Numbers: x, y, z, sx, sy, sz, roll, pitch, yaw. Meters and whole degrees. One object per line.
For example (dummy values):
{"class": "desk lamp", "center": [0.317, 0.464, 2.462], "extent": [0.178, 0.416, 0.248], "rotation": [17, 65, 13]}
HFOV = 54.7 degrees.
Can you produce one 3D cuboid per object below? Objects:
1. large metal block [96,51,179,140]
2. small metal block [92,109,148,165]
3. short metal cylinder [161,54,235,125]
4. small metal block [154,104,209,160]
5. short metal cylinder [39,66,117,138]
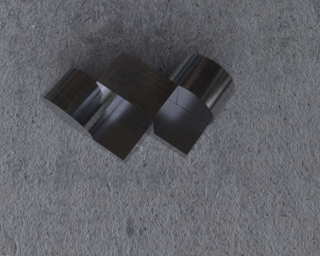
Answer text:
{"class": "large metal block", "center": [-0.026, -0.039, 0.395], "extent": [0.080, 0.080, 0.050], "rotation": [33, 73, 11]}
{"class": "small metal block", "center": [-0.051, 0.012, 0.405], "extent": [0.050, 0.025, 0.050], "rotation": [34, 73, 11]}
{"class": "short metal cylinder", "center": [0.048, -0.048, 0.398], "extent": [0.080, 0.080, 0.050], "rotation": [34, 74, 11]}
{"class": "small metal block", "center": [0.027, 0.005, 0.408], "extent": [0.050, 0.025, 0.050], "rotation": [34, 73, 11]}
{"class": "short metal cylinder", "center": [-0.102, -0.031, 0.391], "extent": [0.080, 0.080, 0.050], "rotation": [33, 74, 11]}
